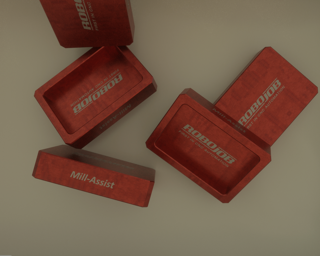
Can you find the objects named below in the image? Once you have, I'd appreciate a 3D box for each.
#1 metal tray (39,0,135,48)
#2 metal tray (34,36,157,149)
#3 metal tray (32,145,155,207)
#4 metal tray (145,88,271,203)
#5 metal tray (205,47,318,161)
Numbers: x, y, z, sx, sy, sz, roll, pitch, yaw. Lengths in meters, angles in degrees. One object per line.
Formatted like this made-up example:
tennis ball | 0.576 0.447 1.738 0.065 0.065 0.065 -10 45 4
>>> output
metal tray | -0.082 -0.146 0.333 0.091 0.129 0.030 -2 57 4
metal tray | -0.081 -0.047 0.392 0.130 0.030 0.090 -38 72 -2
metal tray | -0.073 0.055 0.377 0.131 0.090 0.030 15 91 -1
metal tray | 0.059 0.023 0.388 0.130 0.030 0.089 36 117 2
metal tray | 0.129 -0.030 0.411 0.090 0.030 0.130 41 90 -1
